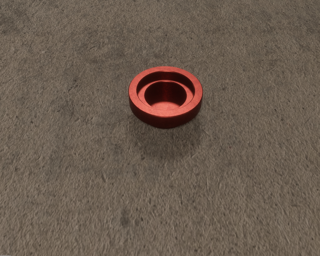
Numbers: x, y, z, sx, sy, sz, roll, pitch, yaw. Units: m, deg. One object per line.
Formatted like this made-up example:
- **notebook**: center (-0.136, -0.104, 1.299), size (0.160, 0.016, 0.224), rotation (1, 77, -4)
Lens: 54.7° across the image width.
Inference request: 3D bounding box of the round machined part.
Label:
- **round machined part**: center (0.008, -0.037, 0.424), size (0.099, 0.042, 0.098), rotation (0, 50, 0)
